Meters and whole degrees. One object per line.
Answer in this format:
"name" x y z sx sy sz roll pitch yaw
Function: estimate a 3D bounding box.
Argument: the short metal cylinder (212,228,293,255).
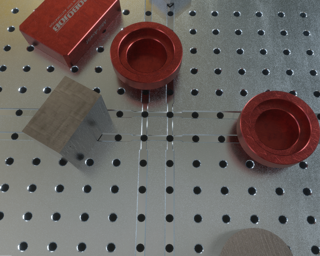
"short metal cylinder" 0.101 0.153 0.343 0.081 0.050 0.080 0 70 0

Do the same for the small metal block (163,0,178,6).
"small metal block" 0.017 -0.233 0.497 0.050 0.025 0.050 -42 76 -14

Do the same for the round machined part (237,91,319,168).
"round machined part" 0.149 0.004 0.402 0.099 0.042 0.098 0 70 0

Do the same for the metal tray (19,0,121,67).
"metal tray" -0.132 -0.166 0.469 0.090 0.030 0.130 32 73 11

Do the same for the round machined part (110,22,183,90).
"round machined part" -0.018 -0.097 0.438 0.099 0.042 0.098 0 70 0

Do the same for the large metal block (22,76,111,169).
"large metal block" -0.109 -0.004 0.383 0.050 0.080 0.080 28 73 10
